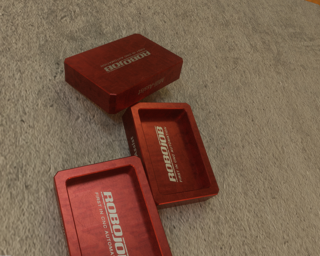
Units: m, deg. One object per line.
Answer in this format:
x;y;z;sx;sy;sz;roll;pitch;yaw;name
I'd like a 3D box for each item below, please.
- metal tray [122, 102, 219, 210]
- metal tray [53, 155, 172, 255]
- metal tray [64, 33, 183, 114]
0.011;0.030;0.387;0.091;0.030;0.130;-2;63;-29;metal tray
-0.047;0.099;0.307;0.091;0.030;0.130;-10;67;-24;metal tray
-0.044;-0.076;0.403;0.090;0.030;0.131;36;47;24;metal tray
